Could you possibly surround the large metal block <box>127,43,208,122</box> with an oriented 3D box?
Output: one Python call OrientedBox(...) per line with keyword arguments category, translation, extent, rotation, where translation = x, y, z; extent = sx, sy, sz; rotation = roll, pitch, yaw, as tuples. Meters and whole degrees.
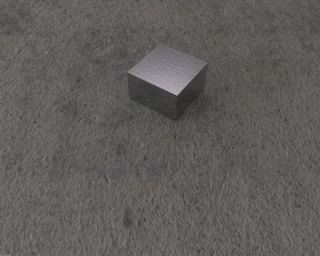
OrientedBox(category="large metal block", translation=(0.011, -0.067, 0.444), extent=(0.080, 0.050, 0.080), rotation=(28, 55, 21))
